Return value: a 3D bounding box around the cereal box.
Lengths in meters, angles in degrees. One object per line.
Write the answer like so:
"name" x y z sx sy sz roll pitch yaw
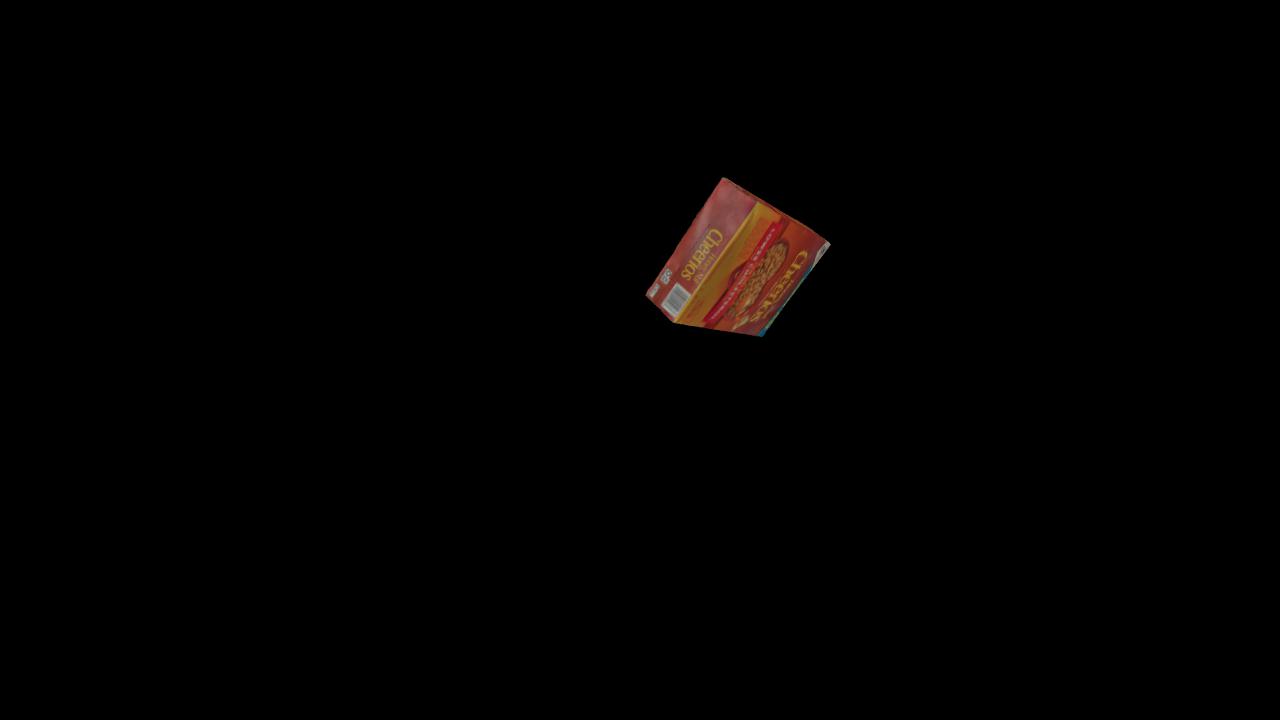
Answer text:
"cereal box" 0.166 -0.143 0.963 0.081 0.203 0.306 46 22 28
